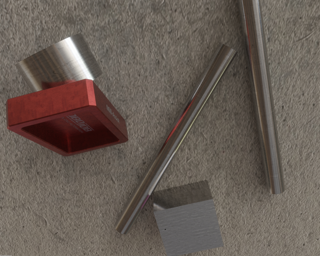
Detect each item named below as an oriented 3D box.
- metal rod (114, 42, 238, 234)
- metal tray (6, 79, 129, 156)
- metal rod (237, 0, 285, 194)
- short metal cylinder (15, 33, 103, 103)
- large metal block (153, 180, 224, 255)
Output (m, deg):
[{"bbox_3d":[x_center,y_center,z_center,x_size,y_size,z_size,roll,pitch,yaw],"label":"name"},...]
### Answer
[{"bbox_3d":[0.013,0.026,0.419,0.025,0.025,0.298,26,108,-10],"label":"metal rod"},{"bbox_3d":[-0.097,-0.005,0.356,0.090,0.130,0.030,-14,70,5],"label":"metal tray"},{"bbox_3d":[0.129,-0.048,0.394,0.025,0.025,0.298,-14,110,4],"label":"metal rod"},{"bbox_3d":[-0.113,-0.067,0.354,0.080,0.080,0.050,-24,109,8],"label":"short metal cylinder"},{"bbox_3d":[0.040,0.130,0.445,0.080,0.050,0.080,-14,110,4],"label":"large metal block"}]
